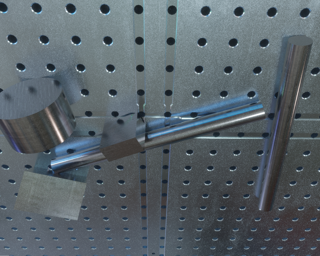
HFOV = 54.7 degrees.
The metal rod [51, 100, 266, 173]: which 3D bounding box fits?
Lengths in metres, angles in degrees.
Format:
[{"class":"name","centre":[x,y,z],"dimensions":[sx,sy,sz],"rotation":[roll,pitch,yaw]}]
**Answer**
[{"class":"metal rod","centre":[-0.011,0.016,0.425],"dimensions":[0.301,0.025,0.025],"rotation":[-15,129,12]}]

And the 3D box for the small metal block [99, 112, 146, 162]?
[{"class":"small metal block","centre":[-0.048,0.011,0.404],"dimensions":[0.050,0.050,0.025],"rotation":[-18,128,14]}]

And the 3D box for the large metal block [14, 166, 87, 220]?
[{"class":"large metal block","centre":[-0.151,0.091,0.443],"dimensions":[0.081,0.080,0.050],"rotation":[14,84,-12]}]

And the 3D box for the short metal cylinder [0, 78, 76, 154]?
[{"class":"short metal cylinder","centre":[-0.145,-0.016,0.360],"dimensions":[0.080,0.080,0.050],"rotation":[-6,130,5]}]

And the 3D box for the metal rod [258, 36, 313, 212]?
[{"class":"metal rod","centre":[0.165,0.019,0.430],"dimensions":[0.025,0.025,0.298],"rotation":[-4,130,3]}]
